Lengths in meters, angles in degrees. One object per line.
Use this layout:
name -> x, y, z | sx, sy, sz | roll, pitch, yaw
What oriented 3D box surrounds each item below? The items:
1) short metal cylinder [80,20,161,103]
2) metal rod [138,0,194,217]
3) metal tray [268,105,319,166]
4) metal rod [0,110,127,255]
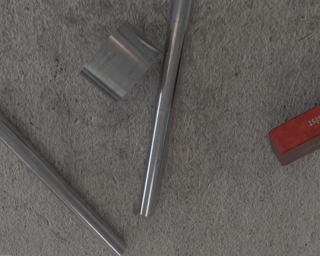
short metal cylinder -> -0.045, -0.075, 0.352 | 0.050, 0.080, 0.080 | 41, 105, -14
metal rod -> 0.004, -0.016, 0.403 | 0.025, 0.025, 0.298 | 9, 110, -3
metal tray -> 0.201, -0.003, 0.377 | 0.130, 0.090, 0.030 | -30, 65, 10
metal rod -> -0.149, 0.075, 0.435 | 0.025, 0.025, 0.300 | -34, 107, 12
